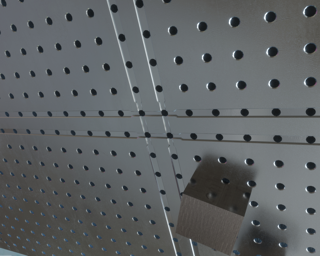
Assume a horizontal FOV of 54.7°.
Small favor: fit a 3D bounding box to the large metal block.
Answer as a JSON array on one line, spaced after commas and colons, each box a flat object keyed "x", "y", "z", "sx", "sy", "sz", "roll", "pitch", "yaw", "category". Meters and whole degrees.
[{"x": 0.072, "y": 0.117, "z": 0.428, "sx": 0.080, "sy": 0.050, "sz": 0.079, "roll": 18, "pitch": 125, "yaw": 17, "category": "large metal block"}]
